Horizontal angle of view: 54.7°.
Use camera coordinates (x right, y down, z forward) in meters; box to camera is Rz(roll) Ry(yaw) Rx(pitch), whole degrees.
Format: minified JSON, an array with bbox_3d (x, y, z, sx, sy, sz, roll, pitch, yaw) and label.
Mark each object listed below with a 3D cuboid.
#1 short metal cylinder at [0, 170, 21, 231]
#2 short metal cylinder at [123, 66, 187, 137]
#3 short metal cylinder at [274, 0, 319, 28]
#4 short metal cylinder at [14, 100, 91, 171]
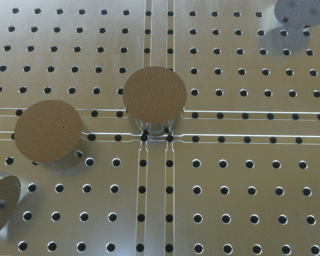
[{"bbox_3d":[-0.206,0.083,0.351,0.050,0.080,0.080,20,71,7],"label":"short metal cylinder"},{"bbox_3d":[-0.006,-0.034,0.411,0.081,0.050,0.080,0,70,0],"label":"short metal cylinder"},{"bbox_3d":[0.213,-0.193,0.454,0.080,0.080,0.050,12,71,4],"label":"short metal cylinder"},{"bbox_3d":[-0.134,0.011,0.393,0.081,0.050,0.080,0,70,0],"label":"short metal cylinder"}]
